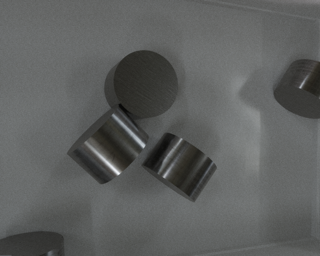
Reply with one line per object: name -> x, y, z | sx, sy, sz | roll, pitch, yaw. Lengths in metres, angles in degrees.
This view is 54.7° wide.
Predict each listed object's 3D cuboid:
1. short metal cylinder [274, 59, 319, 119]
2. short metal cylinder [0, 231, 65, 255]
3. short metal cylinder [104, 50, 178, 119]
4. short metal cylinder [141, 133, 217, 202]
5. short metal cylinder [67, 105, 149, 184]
short metal cylinder -> 0.221, -0.057, 0.465 | 0.080, 0.080, 0.050 | 37, 78, -17
short metal cylinder -> -0.143, 0.149, 0.329 | 0.081, 0.080, 0.050 | -3, 91, -20
short metal cylinder -> -0.024, -0.051, 0.387 | 0.081, 0.050, 0.080 | 1, 88, -22
short metal cylinder -> 0.024, 0.050, 0.391 | 0.080, 0.080, 0.050 | 39, 77, -16
short metal cylinder -> -0.060, 0.018, 0.360 | 0.080, 0.080, 0.050 | -47, 105, -14
